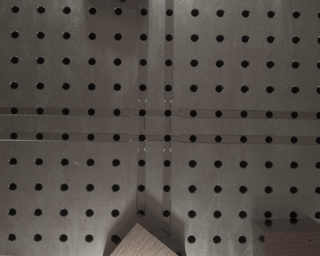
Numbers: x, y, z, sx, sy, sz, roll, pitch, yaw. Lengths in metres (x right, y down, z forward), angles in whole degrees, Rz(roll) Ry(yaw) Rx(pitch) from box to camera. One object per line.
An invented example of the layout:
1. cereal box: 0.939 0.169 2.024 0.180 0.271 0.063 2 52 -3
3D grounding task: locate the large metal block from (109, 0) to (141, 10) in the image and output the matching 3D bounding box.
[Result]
1. large metal block: -0.061 -0.198 0.385 0.080 0.080 0.050 20 90 -1

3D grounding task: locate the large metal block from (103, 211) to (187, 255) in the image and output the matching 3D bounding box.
1. large metal block: -0.022 0.171 0.401 0.080 0.050 0.080 39 90 -1

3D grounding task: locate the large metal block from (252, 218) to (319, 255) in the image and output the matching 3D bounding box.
1. large metal block: 0.169 0.165 0.403 0.081 0.050 0.079 -2 90 -1
